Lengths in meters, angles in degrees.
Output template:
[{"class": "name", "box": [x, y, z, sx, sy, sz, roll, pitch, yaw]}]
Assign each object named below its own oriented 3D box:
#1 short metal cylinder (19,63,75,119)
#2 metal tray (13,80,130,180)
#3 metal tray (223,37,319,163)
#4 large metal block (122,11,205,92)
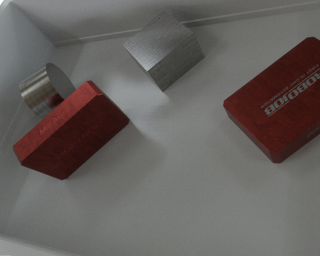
[{"class": "short metal cylinder", "box": [-0.174, -0.056, 0.494, 0.050, 0.080, 0.080, -30, 52, 9]}, {"class": "metal tray", "box": [-0.113, 0.007, 0.414, 0.130, 0.090, 0.030, -42, 61, -1]}, {"class": "metal tray", "box": [0.149, -0.034, 0.345, 0.130, 0.030, 0.090, -37, 51, 2]}, {"class": "large metal block", "box": [0.005, -0.113, 0.455, 0.080, 0.050, 0.080, -40, 51, 1]}]
